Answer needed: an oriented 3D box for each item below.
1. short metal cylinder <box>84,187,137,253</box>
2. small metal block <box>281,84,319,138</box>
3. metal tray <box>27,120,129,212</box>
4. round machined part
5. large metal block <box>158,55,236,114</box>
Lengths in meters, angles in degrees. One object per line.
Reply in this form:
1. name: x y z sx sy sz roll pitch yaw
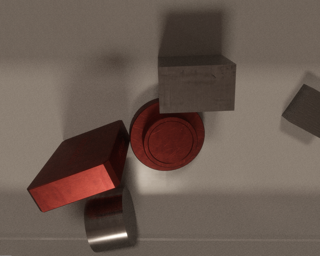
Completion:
1. short metal cylinder: -0.066 0.126 0.427 0.050 0.080 0.079 -11 110 4
2. small metal block: 0.199 -0.022 0.406 0.050 0.025 0.050 26 108 -10
3. metal tray: -0.087 0.038 0.368 0.090 0.130 0.030 -20 109 7
4. round machined part: 0.010 0.012 0.400 0.099 0.042 0.097 -3 108 -8
5. large metal block: 0.039 -0.054 0.363 0.081 0.080 0.050 -2 110 0
